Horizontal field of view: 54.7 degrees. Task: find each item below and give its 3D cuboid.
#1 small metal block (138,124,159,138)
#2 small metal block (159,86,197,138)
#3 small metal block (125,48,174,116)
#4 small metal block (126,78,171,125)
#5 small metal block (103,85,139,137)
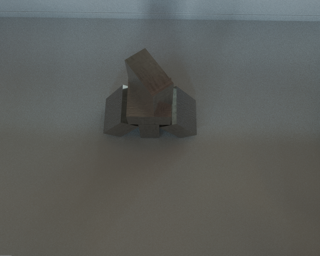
[{"bbox_3d":[-0.013,-0.019,0.401,0.025,0.050,0.050,1,70,0],"label":"small metal block"},{"bbox_3d":[0.024,-0.019,0.399,0.025,0.050,0.050,-13,66,32],"label":"small metal block"},{"bbox_3d":[-0.011,-0.048,0.331,0.025,0.050,0.050,-34,73,-11],"label":"small metal block"},{"bbox_3d":[-0.012,-0.032,0.365,0.050,0.025,0.050,1,70,0],"label":"small metal block"},{"bbox_3d":[-0.049,-0.021,0.398,0.025,0.050,0.050,13,66,-31],"label":"small metal block"}]
